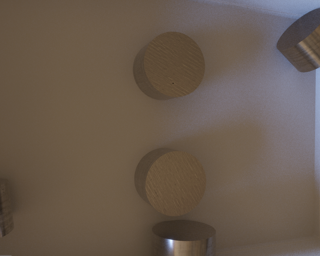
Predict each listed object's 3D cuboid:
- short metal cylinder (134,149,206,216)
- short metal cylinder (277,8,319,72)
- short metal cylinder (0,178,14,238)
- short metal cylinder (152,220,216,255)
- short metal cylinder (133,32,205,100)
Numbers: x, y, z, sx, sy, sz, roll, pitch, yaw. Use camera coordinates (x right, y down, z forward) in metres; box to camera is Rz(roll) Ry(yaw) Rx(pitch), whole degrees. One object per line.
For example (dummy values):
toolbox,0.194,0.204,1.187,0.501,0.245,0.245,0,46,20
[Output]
short metal cylinder,0.012,0.068,0.402,0.081,0.050,0.080,0,90,-20
short metal cylinder,0.225,-0.130,0.464,0.050,0.080,0.080,40,77,-16
short metal cylinder,-0.193,0.084,0.310,0.081,0.080,0.050,-7,93,-20
short metal cylinder,0.030,0.154,0.392,0.081,0.080,0.050,1,90,-20
short metal cylinder,0.010,-0.078,0.401,0.081,0.050,0.080,0,90,-20
